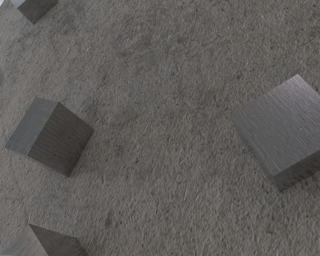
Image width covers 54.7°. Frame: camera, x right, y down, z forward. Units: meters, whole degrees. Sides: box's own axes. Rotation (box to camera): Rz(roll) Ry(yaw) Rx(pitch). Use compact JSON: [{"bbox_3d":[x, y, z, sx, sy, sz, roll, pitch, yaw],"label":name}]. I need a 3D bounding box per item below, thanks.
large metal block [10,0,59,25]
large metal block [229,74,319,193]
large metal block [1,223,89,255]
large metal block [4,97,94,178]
[{"bbox_3d":[-0.299,-0.302,0.731,0.080,0.050,0.080,-44,51,-2],"label":"large metal block"},{"bbox_3d":[0.131,0.006,0.315,0.080,0.050,0.080,-32,52,7],"label":"large metal block"},{"bbox_3d":[-0.132,0.161,0.339,0.050,0.080,0.080,34,81,38],"label":"large metal block"},{"bbox_3d":[-0.153,0.014,0.440,0.050,0.080,0.080,12,68,33],"label":"large metal block"}]
